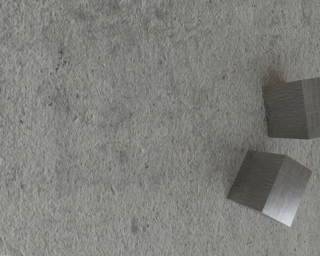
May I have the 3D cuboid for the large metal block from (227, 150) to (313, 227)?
[{"bbox_3d":[0.151,0.081,0.436,0.050,0.080,0.080,29,80,-18],"label":"large metal block"}]

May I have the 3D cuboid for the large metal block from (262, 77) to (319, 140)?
[{"bbox_3d":[0.201,-0.028,0.454,0.050,0.080,0.080,-10,94,-20],"label":"large metal block"}]
